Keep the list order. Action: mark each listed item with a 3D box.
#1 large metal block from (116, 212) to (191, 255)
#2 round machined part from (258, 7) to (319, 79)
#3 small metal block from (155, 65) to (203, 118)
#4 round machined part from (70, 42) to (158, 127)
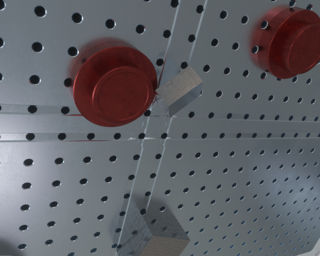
[{"bbox_3d":[-0.012,0.191,0.507,0.080,0.050,0.080,22,106,-36],"label":"large metal block"},{"bbox_3d":[0.191,-0.114,0.434,0.099,0.042,0.097,-14,124,-21],"label":"round machined part"},{"bbox_3d":[0.023,-0.043,0.380,0.050,0.025,0.050,-36,167,-5],"label":"small metal block"},{"bbox_3d":[-0.047,-0.043,0.348,0.099,0.042,0.097,-14,124,-21],"label":"round machined part"}]
